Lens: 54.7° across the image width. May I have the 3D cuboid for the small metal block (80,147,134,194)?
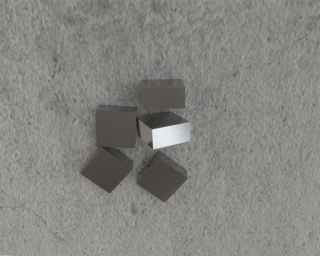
[{"bbox_3d":[-0.073,0.054,0.429,0.050,0.025,0.050,38,105,-13],"label":"small metal block"}]

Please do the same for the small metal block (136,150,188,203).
[{"bbox_3d":[0.003,0.068,0.435,0.050,0.025,0.050,37,106,-13],"label":"small metal block"}]

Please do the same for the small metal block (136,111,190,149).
[{"bbox_3d":[0.004,0.001,0.388,0.050,0.050,0.025,-11,112,-23],"label":"small metal block"}]

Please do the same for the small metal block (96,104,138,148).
[{"bbox_3d":[-0.056,-0.002,0.408,0.050,0.025,0.050,3,110,-2],"label":"small metal block"}]

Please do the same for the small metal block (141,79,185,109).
[{"bbox_3d":[0.004,-0.043,0.381,0.050,0.050,0.025,-1,110,0],"label":"small metal block"}]
